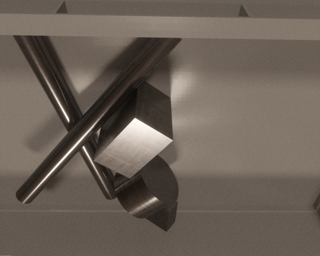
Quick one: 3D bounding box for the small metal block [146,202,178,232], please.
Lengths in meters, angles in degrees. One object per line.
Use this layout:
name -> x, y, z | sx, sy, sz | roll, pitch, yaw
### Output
small metal block -> -0.001, 0.133, 0.504 | 0.050, 0.025, 0.050 | 26, 132, 26

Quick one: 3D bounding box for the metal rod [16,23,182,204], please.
metal rod -> -0.087, -0.003, 0.376 | 0.025, 0.025, 0.299 | 35, 113, -26

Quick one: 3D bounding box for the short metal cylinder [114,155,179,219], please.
short metal cylinder -> -0.019, 0.081, 0.442 | 0.050, 0.080, 0.080 | -35, 122, 26

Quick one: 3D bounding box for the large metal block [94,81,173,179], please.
large metal block -> -0.031, 0.000, 0.372 | 0.050, 0.080, 0.080 | 31, 123, -24

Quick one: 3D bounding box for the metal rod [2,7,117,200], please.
metal rod -> -0.111, -0.005, 0.402 | 0.025, 0.025, 0.299 | -10, 130, 8
